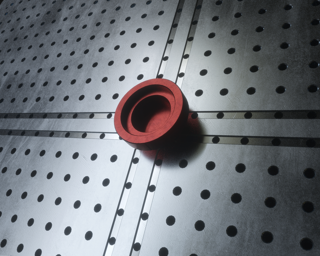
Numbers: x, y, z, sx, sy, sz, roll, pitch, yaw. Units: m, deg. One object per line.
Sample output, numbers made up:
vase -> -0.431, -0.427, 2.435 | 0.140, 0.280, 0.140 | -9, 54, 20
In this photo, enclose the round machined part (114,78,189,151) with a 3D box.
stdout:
round machined part -> -0.008, -0.014, 0.409 | 0.098, 0.042, 0.098 | -13, 56, 20
